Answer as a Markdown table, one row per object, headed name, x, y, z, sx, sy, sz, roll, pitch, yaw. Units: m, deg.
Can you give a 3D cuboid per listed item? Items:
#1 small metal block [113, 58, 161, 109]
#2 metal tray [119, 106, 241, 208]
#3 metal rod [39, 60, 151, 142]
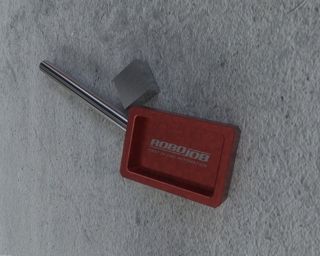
| name | x | y | z | sx | sy | sz | roll | pitch | yaw |
| --- | --- | --- | --- | --- | --- | --- | --- | --- | --- |
| small metal block | -0.033 | -0.060 | 0.430 | 0.050 | 0.025 | 0.050 | -35 | 69 | 34 |
| metal tray | 0.020 | 0.029 | 0.364 | 0.130 | 0.030 | 0.089 | 14 | 99 | 25 |
| metal rod | -0.109 | -0.047 | 0.492 | 0.300 | 0.025 | 0.025 | 33 | 110 | 34 |
